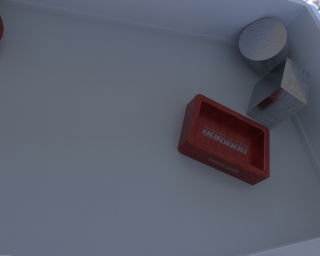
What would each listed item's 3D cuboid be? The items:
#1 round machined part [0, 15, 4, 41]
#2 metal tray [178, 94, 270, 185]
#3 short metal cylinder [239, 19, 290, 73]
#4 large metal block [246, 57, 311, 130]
[{"bbox_3d":[-0.218,-0.128,0.334,0.098,0.042,0.098,33,42,-36],"label":"round machined part"},{"bbox_3d":[0.096,0.016,0.446,0.131,0.030,0.090,25,53,-14],"label":"metal tray"},{"bbox_3d":[0.187,-0.146,0.554,0.050,0.080,0.080,32,39,-58],"label":"short metal cylinder"},{"bbox_3d":[0.196,-0.056,0.513,0.050,0.080,0.080,34,51,-7],"label":"large metal block"}]
